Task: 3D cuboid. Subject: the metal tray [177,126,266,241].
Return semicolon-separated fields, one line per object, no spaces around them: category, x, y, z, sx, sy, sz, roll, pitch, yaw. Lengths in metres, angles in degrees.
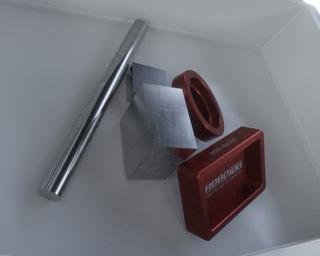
metal tray;0.081;0.062;0.377;0.131;0.030;0.089;-26;116;-37

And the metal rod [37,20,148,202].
metal rod;-0.070;-0.046;0.397;0.025;0.025;0.300;28;52;-11

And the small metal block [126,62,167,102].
small metal block;-0.019;-0.059;0.433;0.050;0.025;0.050;11;57;-23

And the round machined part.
round machined part;0.044;-0.026;0.419;0.098;0.042;0.098;40;35;-37

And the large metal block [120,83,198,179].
large metal block;-0.006;0.007;0.361;0.050;0.080;0.080;5;56;-26
